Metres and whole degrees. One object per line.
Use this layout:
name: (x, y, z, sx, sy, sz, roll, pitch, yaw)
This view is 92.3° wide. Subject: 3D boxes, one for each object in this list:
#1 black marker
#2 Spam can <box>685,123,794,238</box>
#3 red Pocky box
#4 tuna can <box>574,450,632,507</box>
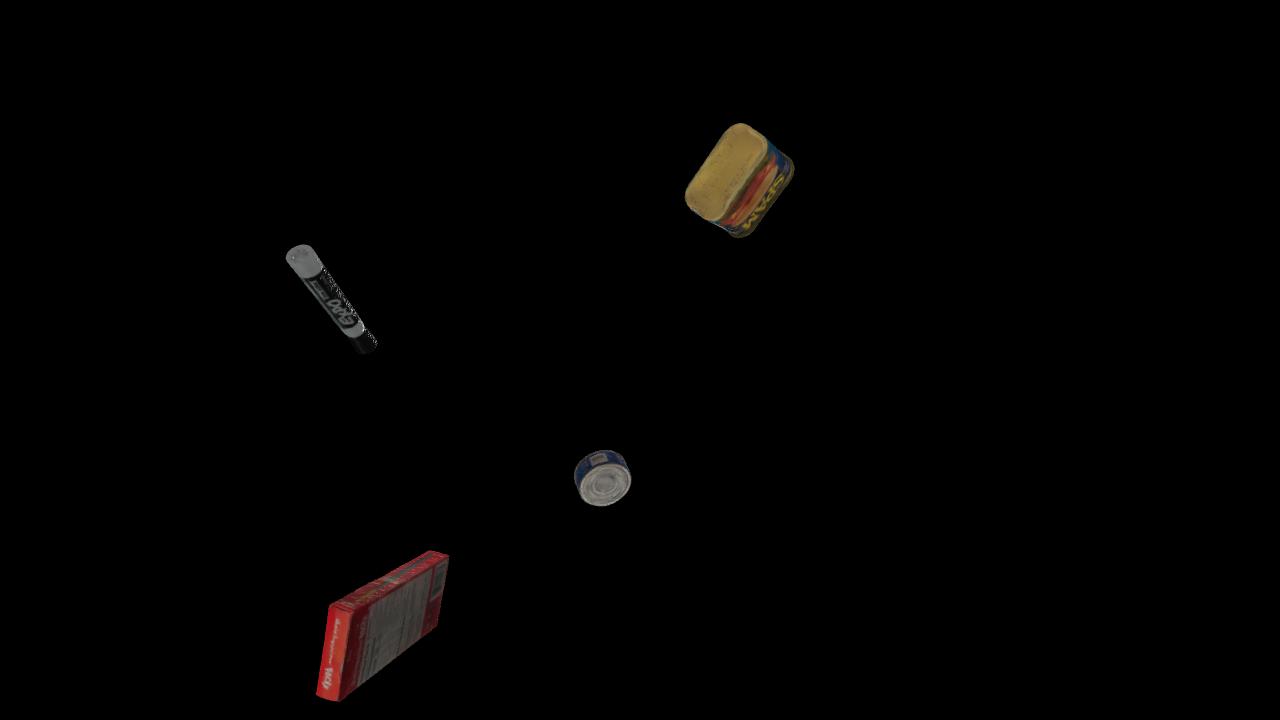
black marker: (-0.233, -0.041, 0.475, 0.020, 0.020, 0.121, 0, -32, 2)
Spam can: (0.103, -0.185, 0.641, 0.058, 0.101, 0.085, 43, 19, 23)
red Pocky box: (-0.240, 0.246, 0.590, 0.028, 0.083, 0.155, 12, 3, 13)
tuna can: (-0.056, 0.180, 0.931, 0.084, 0.084, 0.034, 0, 27, -20)
